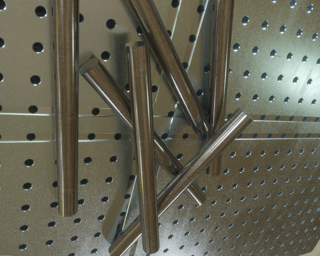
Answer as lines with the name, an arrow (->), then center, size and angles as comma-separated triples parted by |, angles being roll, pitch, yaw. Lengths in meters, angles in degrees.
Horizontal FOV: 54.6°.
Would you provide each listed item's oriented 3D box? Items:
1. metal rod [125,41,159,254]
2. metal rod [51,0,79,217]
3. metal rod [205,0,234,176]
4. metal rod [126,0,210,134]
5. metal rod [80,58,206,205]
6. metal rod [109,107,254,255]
metal rod -> -0.018, 0.045, 0.389 | 0.025, 0.025, 0.298 | -14, 120, -21
metal rod -> -0.102, -0.021, 0.341 | 0.025, 0.025, 0.298 | -6, 121, -25
metal rod -> 0.078, -0.056, 0.418 | 0.025, 0.025, 0.298 | -16, 125, -19
metal rod -> -0.002, -0.099, 0.348 | 0.025, 0.025, 0.300 | -36, 129, -5
metal rod -> -0.005, 0.026, 0.423 | 0.025, 0.025, 0.300 | -39, 129, -2
metal rod -> 0.020, 0.090, 0.446 | 0.025, 0.025, 0.299 | 25, 114, -37
